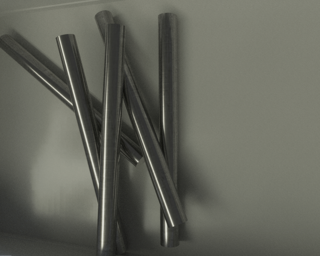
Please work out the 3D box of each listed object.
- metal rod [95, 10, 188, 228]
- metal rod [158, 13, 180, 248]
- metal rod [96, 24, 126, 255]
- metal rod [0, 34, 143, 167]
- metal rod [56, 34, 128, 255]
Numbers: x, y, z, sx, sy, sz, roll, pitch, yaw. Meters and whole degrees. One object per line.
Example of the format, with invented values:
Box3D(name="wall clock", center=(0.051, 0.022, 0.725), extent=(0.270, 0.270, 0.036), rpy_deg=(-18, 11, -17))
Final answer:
Box3D(name="metal rod", center=(-0.029, -0.022, 0.402), extent=(0.025, 0.025, 0.299), rpy_deg=(-25, 75, 18))
Box3D(name="metal rod", center=(0.011, 0.002, 0.405), extent=(0.025, 0.025, 0.298), rpy_deg=(-1, 90, 19))
Box3D(name="metal rod", center=(-0.063, 0.022, 0.394), extent=(0.025, 0.025, 0.298), rpy_deg=(4, 93, 19))
Box3D(name="metal rod", center=(-0.136, -0.048, 0.456), extent=(0.300, 0.025, 0.025), rpy_deg=(39, 102, 15))
Box3D(name="metal rod", center=(-0.090, 0.025, 0.418), extent=(0.025, 0.025, 0.298), rpy_deg=(-12, 95, 19))
